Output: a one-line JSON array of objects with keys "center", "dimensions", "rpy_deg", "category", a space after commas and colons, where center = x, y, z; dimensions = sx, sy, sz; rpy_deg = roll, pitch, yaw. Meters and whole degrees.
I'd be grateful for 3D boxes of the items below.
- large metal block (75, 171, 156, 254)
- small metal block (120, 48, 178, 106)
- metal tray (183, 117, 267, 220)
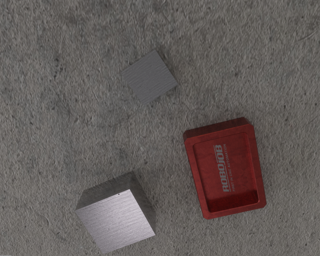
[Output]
[{"center": [-0.059, 0.119, 0.440], "dimensions": [0.080, 0.050, 0.080], "rpy_deg": [-23, 109, 8], "category": "large metal block"}, {"center": [-0.013, -0.064, 0.386], "dimensions": [0.050, 0.025, 0.050], "rpy_deg": [-32, 107, 11], "category": "small metal block"}, {"center": [0.090, 0.058, 0.429], "dimensions": [0.090, 0.030, 0.129], "rpy_deg": [-14, 110, 5], "category": "metal tray"}]
